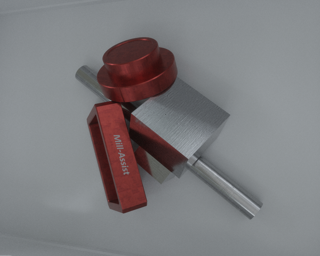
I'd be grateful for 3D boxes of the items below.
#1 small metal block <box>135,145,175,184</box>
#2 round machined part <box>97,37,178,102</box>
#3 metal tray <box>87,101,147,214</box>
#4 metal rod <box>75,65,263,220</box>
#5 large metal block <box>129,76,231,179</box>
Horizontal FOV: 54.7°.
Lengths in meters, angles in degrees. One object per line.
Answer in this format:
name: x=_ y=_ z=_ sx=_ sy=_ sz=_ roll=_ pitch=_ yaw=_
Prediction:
small metal block: x=-0.002 y=0.042 z=0.395 sx=0.050 sy=0.050 sz=0.025 roll=40 pitch=103 yaw=15
round machined part: x=-0.031 y=-0.077 z=0.378 sx=0.098 sy=0.098 sz=0.042 roll=-2 pitch=130 yaw=19
metal tray: x=-0.059 y=0.038 z=0.396 sx=0.030 sy=0.090 sz=0.129 roll=-13 pitch=84 yaw=-22
metal rod: x=0.001 y=0.010 z=0.408 sx=0.300 sy=0.025 sz=0.025 roll=38 pitch=102 yaw=15
large metal block: x=0.021 y=-0.002 z=0.366 sx=0.080 sy=0.050 sz=0.080 roll=39 pitch=59 yaw=15
